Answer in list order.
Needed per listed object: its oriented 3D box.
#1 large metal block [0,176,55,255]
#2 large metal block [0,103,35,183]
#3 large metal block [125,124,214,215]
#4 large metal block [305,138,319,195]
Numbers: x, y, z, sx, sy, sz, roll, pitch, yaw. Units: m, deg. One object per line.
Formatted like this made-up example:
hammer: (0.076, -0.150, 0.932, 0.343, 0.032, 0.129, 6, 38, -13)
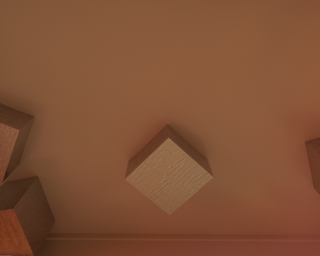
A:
large metal block: (-0.194, 0.124, 0.426, 0.050, 0.080, 0.079, -11, 110, 4)
large metal block: (-0.222, 0.012, 0.400, 0.080, 0.050, 0.080, 23, 108, -9)
large metal block: (0.012, 0.056, 0.418, 0.080, 0.050, 0.080, 42, 105, -14)
large metal block: (0.239, 0.061, 0.406, 0.050, 0.080, 0.080, -18, 109, 6)
